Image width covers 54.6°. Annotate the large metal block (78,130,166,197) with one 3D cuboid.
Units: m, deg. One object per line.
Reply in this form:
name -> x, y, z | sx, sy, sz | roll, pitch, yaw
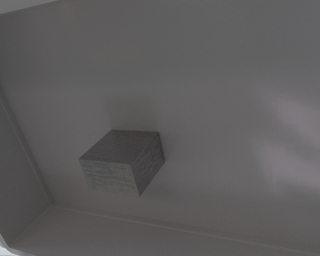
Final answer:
large metal block -> -0.049, 0.045, 0.427 | 0.080, 0.080, 0.050 | 2, 119, 27
